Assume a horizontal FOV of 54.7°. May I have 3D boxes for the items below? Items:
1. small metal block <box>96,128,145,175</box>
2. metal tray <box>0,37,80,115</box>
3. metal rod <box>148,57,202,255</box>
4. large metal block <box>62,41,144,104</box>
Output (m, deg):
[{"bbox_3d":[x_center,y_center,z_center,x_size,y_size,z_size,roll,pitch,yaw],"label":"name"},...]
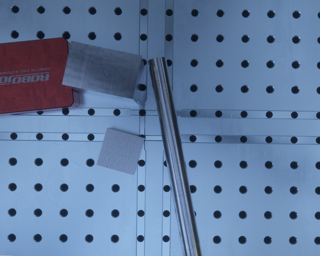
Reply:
[{"bbox_3d":[-0.051,0.030,0.413,0.050,0.025,0.050,16,90,-1],"label":"small metal block"},{"bbox_3d":[-0.179,-0.065,0.408,0.131,0.030,0.089,-6,90,-1],"label":"metal tray"},{"bbox_3d":[0.023,0.056,0.413,0.025,0.025,0.298,-10,90,0],"label":"metal rod"},{"bbox_3d":[-0.065,-0.065,0.385,0.080,0.080,0.050,12,90,-1],"label":"large metal block"}]
